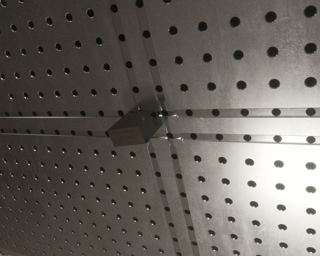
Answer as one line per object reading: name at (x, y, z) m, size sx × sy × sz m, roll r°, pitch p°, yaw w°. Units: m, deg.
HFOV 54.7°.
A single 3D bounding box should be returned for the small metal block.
small metal block at (-0.033, -0.001, 0.410) m, size 0.050 × 0.050 × 0.025 m, roll -8°, pitch 115°, yaw 31°
